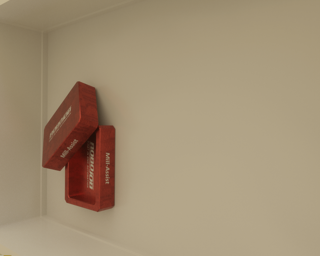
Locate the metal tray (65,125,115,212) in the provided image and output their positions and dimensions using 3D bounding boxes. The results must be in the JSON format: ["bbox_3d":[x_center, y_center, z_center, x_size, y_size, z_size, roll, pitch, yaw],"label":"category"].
[{"bbox_3d":[-0.114,0.060,0.497,0.090,0.030,0.129,1,91,40],"label":"metal tray"}]

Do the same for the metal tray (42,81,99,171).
[{"bbox_3d":[-0.149,-0.001,0.505,0.129,0.030,0.090,-44,42,31],"label":"metal tray"}]
